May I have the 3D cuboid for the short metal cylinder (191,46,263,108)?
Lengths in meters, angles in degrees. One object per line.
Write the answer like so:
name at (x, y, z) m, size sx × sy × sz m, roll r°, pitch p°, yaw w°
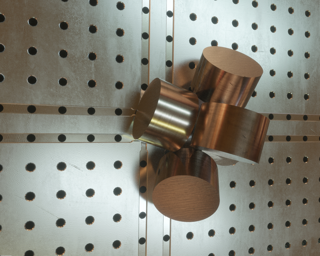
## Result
short metal cylinder at (0.086, -0.066, 0.407) m, size 0.081 × 0.080 × 0.050 m, roll 2°, pitch 129°, yaw -20°

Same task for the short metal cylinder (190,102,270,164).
short metal cylinder at (0.080, 0.007, 0.359) m, size 0.081 × 0.080 × 0.050 m, roll 18°, pitch 84°, yaw -19°

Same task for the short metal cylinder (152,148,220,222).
short metal cylinder at (0.033, 0.072, 0.389) m, size 0.080 × 0.050 × 0.079 m, roll 3°, pitch 124°, yaw 5°

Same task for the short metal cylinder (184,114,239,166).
short metal cylinder at (0.078, 0.010, 0.427) m, size 0.081 × 0.050 × 0.080 m, roll 0°, pitch 89°, yaw -20°

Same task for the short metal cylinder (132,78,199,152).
short metal cylinder at (0.005, -0.016, 0.385) m, size 0.050 × 0.080 × 0.080 m, roll 20°, pitch 83°, yaw -19°
